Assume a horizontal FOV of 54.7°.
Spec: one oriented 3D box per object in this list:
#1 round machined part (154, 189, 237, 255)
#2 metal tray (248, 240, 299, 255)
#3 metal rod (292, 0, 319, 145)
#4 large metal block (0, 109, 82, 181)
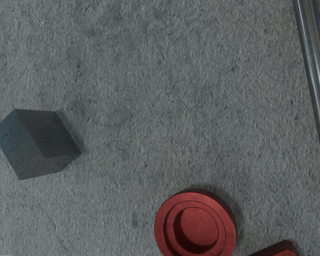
[{"bbox_3d":[0.046,0.123,0.384,0.098,0.042,0.097,0,90,20],"label":"round machined part"},{"bbox_3d":[0.143,0.209,0.355,0.090,0.030,0.130,-32,80,17],"label":"metal tray"},{"bbox_3d":[0.183,-0.024,0.344,0.025,0.025,0.298,-10,87,19],"label":"metal rod"},{"bbox_3d":[-0.172,0.021,0.440,0.050,0.080,0.080,-39,78,16],"label":"large metal block"}]
